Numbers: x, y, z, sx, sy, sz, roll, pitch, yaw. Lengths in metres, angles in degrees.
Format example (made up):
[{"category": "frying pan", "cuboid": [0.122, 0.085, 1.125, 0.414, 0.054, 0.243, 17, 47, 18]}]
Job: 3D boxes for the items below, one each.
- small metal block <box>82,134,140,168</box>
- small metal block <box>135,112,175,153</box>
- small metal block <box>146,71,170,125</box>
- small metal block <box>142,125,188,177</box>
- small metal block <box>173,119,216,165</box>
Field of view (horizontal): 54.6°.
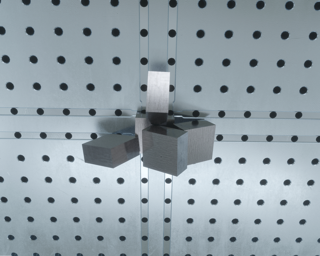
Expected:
[{"category": "small metal block", "cuboid": [-0.063, 0.028, 0.399, 0.050, 0.050, 0.025, 5, 108, 35]}, {"category": "small metal block", "cuboid": [-0.007, 0.007, 0.416, 0.050, 0.025, 0.050, 2, 110, -1]}, {"category": "small metal block", "cuboid": [-0.003, -0.035, 0.376, 0.025, 0.050, 0.050, 3, 74, 0]}, {"category": "small metal block", "cuboid": [0.006, 0.027, 0.384, 0.050, 0.025, 0.050, 12, 113, 31]}, {"category": "small metal block", "cuboid": [0.044, 0.019, 0.409, 0.050, 0.025, 0.050, -9, 113, -30]}]
